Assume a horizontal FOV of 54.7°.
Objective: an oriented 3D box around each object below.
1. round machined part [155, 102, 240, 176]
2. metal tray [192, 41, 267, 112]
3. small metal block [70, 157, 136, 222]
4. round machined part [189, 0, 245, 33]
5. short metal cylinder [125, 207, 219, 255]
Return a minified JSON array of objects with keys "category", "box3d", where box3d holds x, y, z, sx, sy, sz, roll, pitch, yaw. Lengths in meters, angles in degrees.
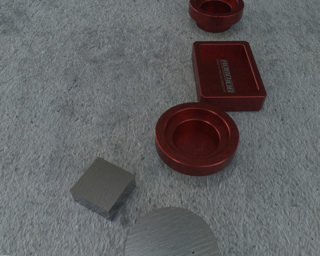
[{"category":"round machined part","box3d":[0.043,0.017,0.378,0.099,0.042,0.098,0,50,0]},{"category":"metal tray","box3d":[0.099,-0.082,0.469,0.091,0.030,0.130,-1,50,-1]},{"category":"small metal block","box3d":[-0.062,0.067,0.346,0.050,0.025,0.050,23,54,18]},{"category":"round machined part","box3d":[0.102,-0.213,0.572,0.099,0.042,0.098,0,50,0]},{"category":"short metal cylinder","box3d":[0.010,0.121,0.286,0.081,0.050,0.080,0,50,0]}]
